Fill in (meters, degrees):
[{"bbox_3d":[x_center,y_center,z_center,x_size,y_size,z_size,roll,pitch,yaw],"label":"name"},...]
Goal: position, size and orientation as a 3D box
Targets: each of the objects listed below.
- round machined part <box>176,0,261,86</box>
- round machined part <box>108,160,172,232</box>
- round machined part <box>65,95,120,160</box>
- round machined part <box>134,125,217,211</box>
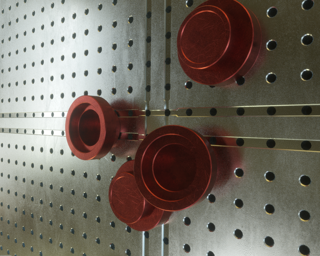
[{"bbox_3d":[0.058,-0.098,0.349,0.098,0.042,0.097,0,90,39],"label":"round machined part"},{"bbox_3d":[-0.032,0.092,0.423,0.098,0.042,0.097,0,90,39],"label":"round machined part"},{"bbox_3d":[-0.100,-0.001,0.478,0.098,0.042,0.097,0,90,39],"label":"round machined part"},{"bbox_3d":[0.021,0.047,0.370,0.098,0.042,0.097,-4,80,27],"label":"round machined part"}]
